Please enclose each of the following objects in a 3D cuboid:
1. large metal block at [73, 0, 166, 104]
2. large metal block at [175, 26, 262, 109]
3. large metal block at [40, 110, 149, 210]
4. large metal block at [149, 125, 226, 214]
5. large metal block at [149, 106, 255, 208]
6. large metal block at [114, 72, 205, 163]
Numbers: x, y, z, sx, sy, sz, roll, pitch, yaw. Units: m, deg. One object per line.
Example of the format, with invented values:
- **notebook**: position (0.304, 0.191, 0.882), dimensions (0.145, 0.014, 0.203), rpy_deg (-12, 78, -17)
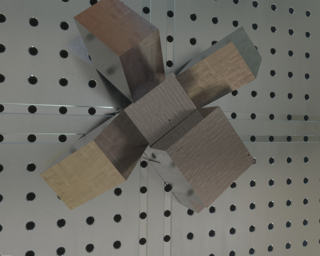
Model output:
- **large metal block**: position (-0.042, -0.088, 0.351), dimensions (0.050, 0.080, 0.080), rpy_deg (-40, 64, -15)
- **large metal block**: position (0.077, -0.077, 0.395), dimensions (0.050, 0.080, 0.080), rpy_deg (54, 34, -12)
- **large metal block**: position (-0.068, 0.033, 0.342), dimensions (0.080, 0.080, 0.050), rpy_deg (-31, 103, 25)
- **large metal block**: position (0.047, 0.052, 0.416), dimensions (0.080, 0.050, 0.080), rpy_deg (-39, 101, -17)
- **large metal block**: position (0.049, 0.031, 0.363), dimensions (0.080, 0.050, 0.080), rpy_deg (-39, 103, -17)
- **large metal block**: position (0.001, -0.013, 0.399), dimensions (0.080, 0.050, 0.080), rpy_deg (-40, 103, -16)
